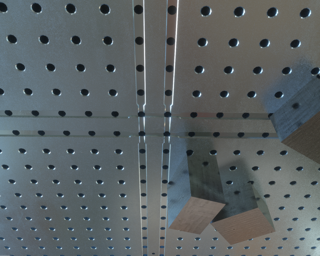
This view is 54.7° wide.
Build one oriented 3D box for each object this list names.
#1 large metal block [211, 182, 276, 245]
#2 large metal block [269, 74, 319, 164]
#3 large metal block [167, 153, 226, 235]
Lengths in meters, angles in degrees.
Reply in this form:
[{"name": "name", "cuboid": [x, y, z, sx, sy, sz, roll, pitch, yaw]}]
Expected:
[{"name": "large metal block", "cuboid": [0.136, 0.146, 0.522, 0.080, 0.050, 0.080, -26, 126, 20]}, {"name": "large metal block", "cuboid": [0.204, -0.008, 0.392, 0.080, 0.050, 0.080, 26, 125, -21]}, {"name": "large metal block", "cuboid": [0.050, 0.097, 0.459, 0.050, 0.080, 0.079, 16, 128, -13]}]
